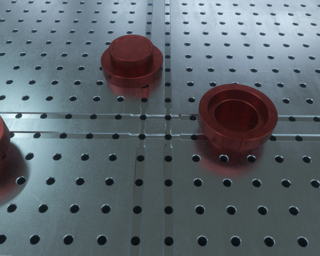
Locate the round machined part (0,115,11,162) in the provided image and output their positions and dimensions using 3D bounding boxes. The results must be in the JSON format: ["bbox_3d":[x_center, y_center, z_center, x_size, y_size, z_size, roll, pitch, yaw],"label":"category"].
[{"bbox_3d":[-0.232,0.023,0.374,0.099,0.042,0.098,0,50,0],"label":"round machined part"}]

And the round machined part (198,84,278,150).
[{"bbox_3d":[0.098,-0.010,0.406,0.099,0.042,0.098,0,50,0],"label":"round machined part"}]

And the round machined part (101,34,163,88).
[{"bbox_3d":[-0.044,-0.111,0.490,0.099,0.042,0.098,0,50,0],"label":"round machined part"}]
